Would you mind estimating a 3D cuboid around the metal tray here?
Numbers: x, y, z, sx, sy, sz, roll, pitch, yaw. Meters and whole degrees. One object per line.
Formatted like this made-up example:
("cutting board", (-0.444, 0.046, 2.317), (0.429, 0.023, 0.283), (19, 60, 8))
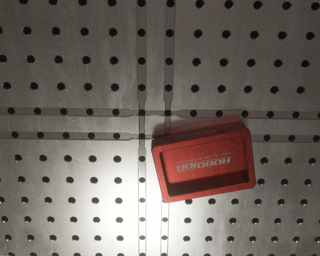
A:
("metal tray", (0.060, 0.048, 0.429), (0.131, 0.030, 0.089), (-11, 110, 3))
